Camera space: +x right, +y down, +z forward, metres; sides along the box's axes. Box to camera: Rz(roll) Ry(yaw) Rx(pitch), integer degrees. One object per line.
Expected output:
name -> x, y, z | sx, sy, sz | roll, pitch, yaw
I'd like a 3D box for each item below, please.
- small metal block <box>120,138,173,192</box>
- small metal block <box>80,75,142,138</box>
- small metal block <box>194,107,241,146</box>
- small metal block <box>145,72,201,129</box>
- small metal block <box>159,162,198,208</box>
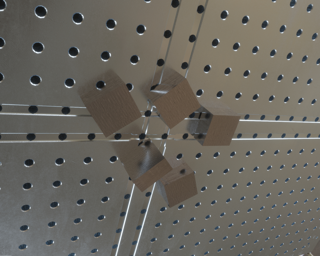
small metal block -> -0.019, 0.049, 0.414 | 0.050, 0.050, 0.025 | -36, 129, -4
small metal block -> -0.056, -0.025, 0.364 | 0.050, 0.025, 0.050 | -32, 129, -8
small metal block -> 0.084, -0.002, 0.455 | 0.050, 0.025, 0.050 | 1, 118, -29
small metal block -> 0.017, -0.035, 0.398 | 0.050, 0.025, 0.050 | -37, 129, -4
small metal block -> 0.028, 0.089, 0.480 | 0.050, 0.025, 0.050 | -24, 127, -14
